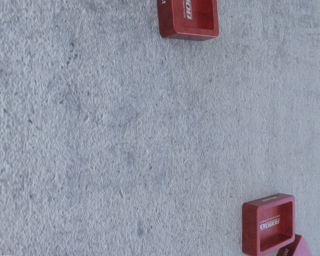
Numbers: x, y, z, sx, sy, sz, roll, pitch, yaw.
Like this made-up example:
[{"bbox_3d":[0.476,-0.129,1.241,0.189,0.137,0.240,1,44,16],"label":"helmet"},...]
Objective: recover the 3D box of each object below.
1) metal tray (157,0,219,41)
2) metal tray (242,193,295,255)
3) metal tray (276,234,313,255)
[{"bbox_3d":[0.038,-0.192,0.432,0.091,0.030,0.129,-9,96,-40],"label":"metal tray"},{"bbox_3d":[0.203,0.176,0.571,0.131,0.030,0.089,-1,91,-40],"label":"metal tray"},{"bbox_3d":[0.261,0.289,0.620,0.131,0.030,0.090,-47,118,-30],"label":"metal tray"}]
